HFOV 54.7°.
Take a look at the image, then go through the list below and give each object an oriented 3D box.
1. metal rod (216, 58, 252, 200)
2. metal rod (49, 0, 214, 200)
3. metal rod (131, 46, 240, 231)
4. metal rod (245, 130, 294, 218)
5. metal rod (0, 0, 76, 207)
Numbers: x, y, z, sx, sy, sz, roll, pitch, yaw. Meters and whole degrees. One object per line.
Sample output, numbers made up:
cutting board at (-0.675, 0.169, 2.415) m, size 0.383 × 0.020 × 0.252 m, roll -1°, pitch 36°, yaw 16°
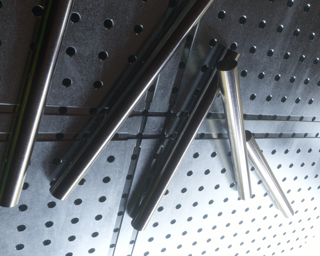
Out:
metal rod at (0.120, 0.024, 0.475) m, size 0.025 × 0.025 × 0.299 m, roll -30°, pitch 135°, yaw -9°
metal rod at (-0.039, -0.034, 0.369) m, size 0.025 × 0.025 × 0.299 m, roll 30°, pitch 101°, yaw -38°
metal rod at (0.029, 0.026, 0.445) m, size 0.025 × 0.025 × 0.298 m, roll 14°, pitch 111°, yaw -35°
metal rod at (0.210, 0.101, 0.591) m, size 0.025 × 0.025 × 0.300 m, roll -41°, pitch 130°, yaw -1°
metal rod at (-0.125, -0.044, 0.316) m, size 0.025 × 0.025 × 0.298 m, roll 10°, pitch 113°, yaw -33°
